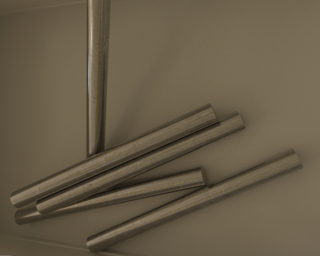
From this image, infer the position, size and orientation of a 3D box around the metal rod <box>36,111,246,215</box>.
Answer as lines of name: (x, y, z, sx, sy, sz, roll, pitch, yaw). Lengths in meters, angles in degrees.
metal rod: (-0.034, 0.051, 0.408, 0.301, 0.025, 0.025, -25, 82, 13)

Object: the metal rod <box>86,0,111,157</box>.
metal rod: (-0.075, -0.068, 0.370, 0.025, 0.025, 0.298, 19, 122, 18)

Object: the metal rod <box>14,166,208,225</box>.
metal rod: (-0.081, 0.100, 0.437, 0.301, 0.025, 0.025, -16, 85, 18)

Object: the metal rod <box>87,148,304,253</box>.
metal rod: (0.031, 0.100, 0.398, 0.300, 0.025, 0.025, -27, 81, 17)

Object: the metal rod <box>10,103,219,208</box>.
metal rod: (-0.068, 0.041, 0.403, 0.301, 0.025, 0.025, -24, 82, 13)
